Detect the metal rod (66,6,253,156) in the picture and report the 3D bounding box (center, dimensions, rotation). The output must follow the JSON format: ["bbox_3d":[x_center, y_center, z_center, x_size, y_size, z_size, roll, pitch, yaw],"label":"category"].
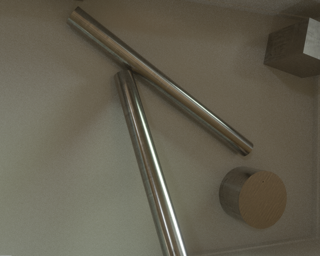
[{"bbox_3d":[0.012,-0.052,0.415,0.301,0.025,0.025,36,78,-17],"label":"metal rod"}]

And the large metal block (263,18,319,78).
[{"bbox_3d":[0.218,-0.115,0.464,0.081,0.080,0.050,13,86,-20],"label":"large metal block"}]

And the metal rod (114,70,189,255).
[{"bbox_3d":[-0.004,0.066,0.342,0.025,0.025,0.299,-10,67,-20],"label":"metal rod"}]

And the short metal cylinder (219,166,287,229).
[{"bbox_3d":[0.134,0.099,0.449,0.081,0.050,0.079,0,90,-21],"label":"short metal cylinder"}]
